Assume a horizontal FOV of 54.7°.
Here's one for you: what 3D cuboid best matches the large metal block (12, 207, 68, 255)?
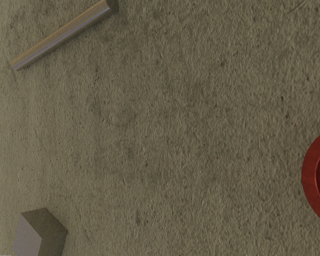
[{"bbox_3d":[-0.220,0.206,0.567,0.080,0.050,0.079,27,107,36],"label":"large metal block"}]

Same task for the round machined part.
[{"bbox_3d":[0.173,0.040,0.251,0.098,0.042,0.097,0,90,39],"label":"round machined part"}]

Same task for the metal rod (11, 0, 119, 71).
[{"bbox_3d":[-0.185,-0.158,0.553,0.300,0.025,0.025,-14,82,38],"label":"metal rod"}]
